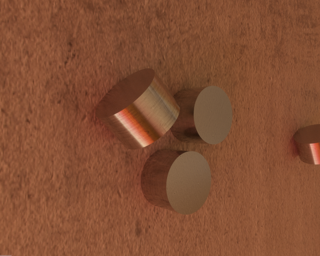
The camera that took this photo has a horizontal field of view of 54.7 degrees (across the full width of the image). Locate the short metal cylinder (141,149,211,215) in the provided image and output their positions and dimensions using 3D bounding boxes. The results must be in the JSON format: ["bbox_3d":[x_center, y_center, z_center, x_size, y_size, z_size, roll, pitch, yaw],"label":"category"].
[{"bbox_3d":[0.022,0.069,0.409,0.081,0.050,0.079,0,90,-40],"label":"short metal cylinder"}]

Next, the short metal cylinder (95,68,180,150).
[{"bbox_3d":[-0.025,-0.022,0.350,0.050,0.080,0.080,51,60,-28],"label":"short metal cylinder"}]

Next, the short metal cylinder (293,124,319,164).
[{"bbox_3d":[0.329,0.033,0.649,0.080,0.080,0.050,-37,113,-34],"label":"short metal cylinder"}]

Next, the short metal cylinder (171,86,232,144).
[{"bbox_3d":[0.058,-0.018,0.439,0.081,0.050,0.079,0,90,-40],"label":"short metal cylinder"}]
